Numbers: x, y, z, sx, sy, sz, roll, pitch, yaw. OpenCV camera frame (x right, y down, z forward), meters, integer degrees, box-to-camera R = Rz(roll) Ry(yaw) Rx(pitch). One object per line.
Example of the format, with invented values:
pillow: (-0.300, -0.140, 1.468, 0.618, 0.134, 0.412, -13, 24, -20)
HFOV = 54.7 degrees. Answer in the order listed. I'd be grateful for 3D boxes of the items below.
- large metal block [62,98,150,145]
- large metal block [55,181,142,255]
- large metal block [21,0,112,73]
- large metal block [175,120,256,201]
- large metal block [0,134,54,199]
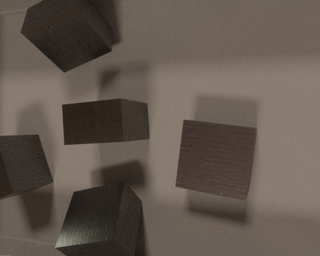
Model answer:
large metal block: (-0.067, -0.007, 0.404, 0.080, 0.080, 0.050, -4, 89, 19)
large metal block: (-0.075, 0.123, 0.400, 0.080, 0.080, 0.050, -15, 130, 19)
large metal block: (-0.121, -0.131, 0.415, 0.080, 0.080, 0.050, -19, 53, 19)
large metal block: (0.069, 0.035, 0.373, 0.080, 0.050, 0.079, 8, 93, 19)
large metal block: (-0.214, 0.057, 0.455, 0.050, 0.080, 0.080, -23, 83, 18)
